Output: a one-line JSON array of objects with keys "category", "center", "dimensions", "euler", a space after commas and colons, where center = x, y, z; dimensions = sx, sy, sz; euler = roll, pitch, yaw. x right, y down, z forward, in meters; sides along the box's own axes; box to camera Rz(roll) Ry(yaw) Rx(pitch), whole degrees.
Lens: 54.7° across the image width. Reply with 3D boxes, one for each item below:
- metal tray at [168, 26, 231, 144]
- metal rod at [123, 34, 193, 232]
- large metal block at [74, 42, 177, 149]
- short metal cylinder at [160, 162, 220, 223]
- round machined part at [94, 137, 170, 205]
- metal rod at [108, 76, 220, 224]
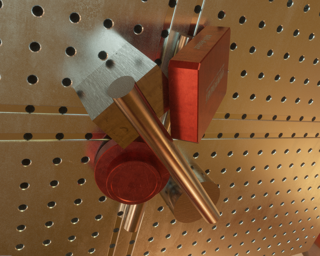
[{"category": "metal tray", "center": [0.049, -0.054, 0.352], "dimensions": [0.131, 0.030, 0.089], "euler": [-53, 146, -50]}, {"category": "metal rod", "center": [-0.005, 0.023, 0.424], "dimensions": [0.025, 0.025, 0.298], "euler": [2, 117, -30]}, {"category": "large metal block", "center": [-0.037, -0.038, 0.334], "dimensions": [0.080, 0.080, 0.050], "euler": [-41, 130, 0]}, {"category": "short metal cylinder", "center": [0.046, 0.101, 0.485], "dimensions": [0.081, 0.050, 0.079], "euler": [-14, 125, -21]}, {"category": "round machined part", "center": [-0.035, 0.060, 0.399], "dimensions": [0.099, 0.042, 0.097], "euler": [-4, 117, -8]}, {"category": "metal rod", "center": [0.024, 0.050, 0.365], "dimensions": [0.025, 0.025, 0.300], "euler": [-37, 138, -4]}]
